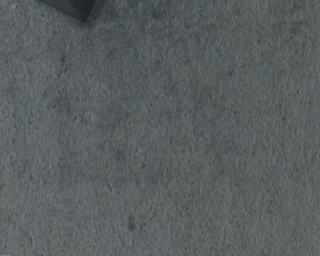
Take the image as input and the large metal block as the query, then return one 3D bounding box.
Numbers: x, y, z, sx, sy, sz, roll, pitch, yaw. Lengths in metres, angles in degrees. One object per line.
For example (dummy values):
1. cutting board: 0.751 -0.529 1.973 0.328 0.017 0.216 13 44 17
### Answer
1. large metal block: -0.127 -0.182 0.381 0.080 0.080 0.050 27 90 -1
